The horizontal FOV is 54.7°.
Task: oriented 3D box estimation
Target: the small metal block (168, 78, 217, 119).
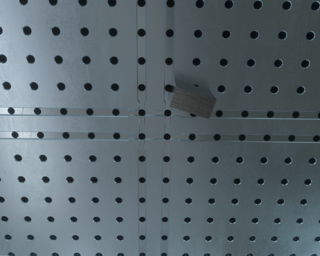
[{"bbox_3d":[0.039,-0.038,0.387,0.050,0.050,0.025,17,109,-7],"label":"small metal block"}]
